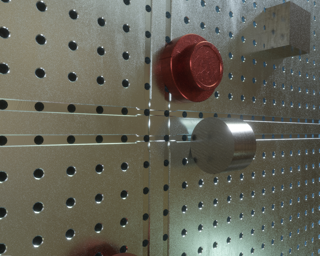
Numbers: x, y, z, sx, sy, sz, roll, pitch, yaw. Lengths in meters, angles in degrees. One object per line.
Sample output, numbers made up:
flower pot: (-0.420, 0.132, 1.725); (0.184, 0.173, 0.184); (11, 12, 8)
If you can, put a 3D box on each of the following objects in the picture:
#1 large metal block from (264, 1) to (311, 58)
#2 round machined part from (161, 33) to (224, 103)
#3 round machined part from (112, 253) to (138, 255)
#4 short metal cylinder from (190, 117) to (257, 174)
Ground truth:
large metal block: (0.247, -0.187, 0.599); (0.081, 0.050, 0.080); (3, 88, -40)
round machined part: (0.053, -0.086, 0.442); (0.099, 0.042, 0.097); (0, 90, -40)
round machined part: (-0.051, 0.193, 0.356); (0.099, 0.042, 0.097); (0, 90, -40)
short metal cylinder: (0.091, 0.024, 0.449); (0.050, 0.080, 0.080); (0, 90, -40)
